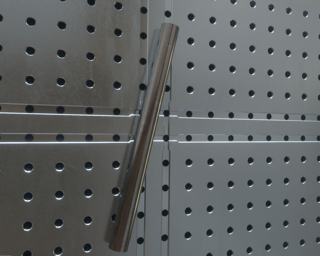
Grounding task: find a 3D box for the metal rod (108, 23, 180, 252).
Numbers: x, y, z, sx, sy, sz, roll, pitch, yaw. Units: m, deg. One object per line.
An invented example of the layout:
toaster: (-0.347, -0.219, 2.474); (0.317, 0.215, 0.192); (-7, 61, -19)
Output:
metal rod: (-0.020, 0.008, 0.406); (0.025, 0.025, 0.298); (15, 85, -20)
